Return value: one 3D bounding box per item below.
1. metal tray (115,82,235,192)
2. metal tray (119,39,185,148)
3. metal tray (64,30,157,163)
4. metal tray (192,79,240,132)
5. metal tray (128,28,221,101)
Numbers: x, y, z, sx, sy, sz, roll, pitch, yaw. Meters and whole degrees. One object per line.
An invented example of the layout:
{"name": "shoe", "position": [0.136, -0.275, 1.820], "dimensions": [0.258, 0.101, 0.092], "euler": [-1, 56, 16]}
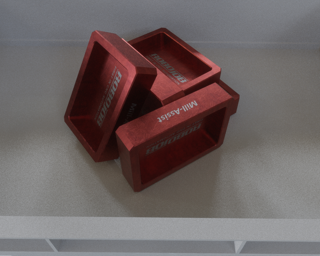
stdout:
{"name": "metal tray", "position": [0.018, 0.011, 0.351], "dimensions": [0.131, 0.089, 0.030], "euler": [-26, 55, -21]}
{"name": "metal tray", "position": [-0.023, -0.043, 0.396], "dimensions": [0.030, 0.089, 0.130], "euler": [-30, 57, -23]}
{"name": "metal tray", "position": [-0.064, -0.035, 0.366], "dimensions": [0.030, 0.129, 0.090], "euler": [-6, 42, -47]}
{"name": "metal tray", "position": [0.037, -0.053, 0.447], "dimensions": [0.091, 0.030, 0.130], "euler": [-28, 55, -20]}
{"name": "metal tray", "position": [0.009, -0.086, 0.433], "dimensions": [0.091, 0.030, 0.130], "euler": [-30, 56, -23]}
